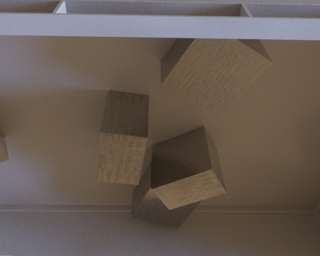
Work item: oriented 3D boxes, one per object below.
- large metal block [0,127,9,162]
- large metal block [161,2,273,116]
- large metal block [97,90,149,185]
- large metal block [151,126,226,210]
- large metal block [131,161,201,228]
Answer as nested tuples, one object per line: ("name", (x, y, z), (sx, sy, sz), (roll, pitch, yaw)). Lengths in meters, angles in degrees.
("large metal block", (-0.242, 0.008, 0.377), (0.081, 0.050, 0.079), (-18, 133, -19))
("large metal block", (0.056, -0.071, 0.333), (0.080, 0.050, 0.080), (25, 126, -21))
("large metal block", (-0.045, 0.011, 0.382), (0.050, 0.080, 0.079), (7, 130, -7))
("large metal block", (0.036, 0.053, 0.419), (0.080, 0.080, 0.050), (-22, 127, 17))
("large metal block", (0.008, 0.106, 0.483), (0.081, 0.050, 0.079), (18, 128, -15))
